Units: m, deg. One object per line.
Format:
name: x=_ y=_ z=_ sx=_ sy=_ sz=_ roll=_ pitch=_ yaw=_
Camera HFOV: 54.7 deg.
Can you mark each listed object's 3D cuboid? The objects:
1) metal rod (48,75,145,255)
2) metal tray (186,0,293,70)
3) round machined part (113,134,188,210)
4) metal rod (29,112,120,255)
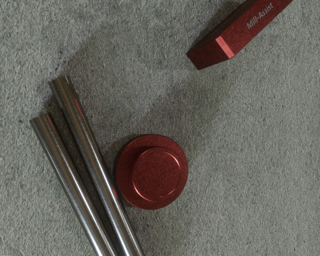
metal rod: x=-0.065 y=0.080 z=0.385 sx=0.025 sy=0.025 sz=0.299 roll=-24 pitch=98 yaw=-19
metal tray: x=0.104 y=-0.135 z=0.412 sx=0.130 sy=0.090 sz=0.030 roll=-44 pitch=104 yaw=-15
round machined part: x=-0.008 y=0.057 z=0.397 sx=0.099 sy=0.042 sz=0.097 roll=0 pitch=90 yaw=-20
metal rod: x=-0.080 y=0.122 z=0.379 sx=0.025 sy=0.025 sz=0.299 roll=-26 pitch=99 yaw=-18
